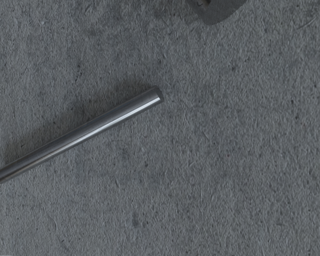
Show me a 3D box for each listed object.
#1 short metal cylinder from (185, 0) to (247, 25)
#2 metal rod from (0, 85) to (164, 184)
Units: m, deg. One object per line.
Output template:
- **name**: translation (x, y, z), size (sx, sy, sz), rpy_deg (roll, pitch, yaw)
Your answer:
- **short metal cylinder**: translation (0.067, -0.166, 0.356), size (0.080, 0.080, 0.050), rpy_deg (-39, 78, 16)
- **metal rod**: translation (-0.129, 0.016, 0.454), size (0.300, 0.025, 0.025), rpy_deg (-26, 82, 18)
